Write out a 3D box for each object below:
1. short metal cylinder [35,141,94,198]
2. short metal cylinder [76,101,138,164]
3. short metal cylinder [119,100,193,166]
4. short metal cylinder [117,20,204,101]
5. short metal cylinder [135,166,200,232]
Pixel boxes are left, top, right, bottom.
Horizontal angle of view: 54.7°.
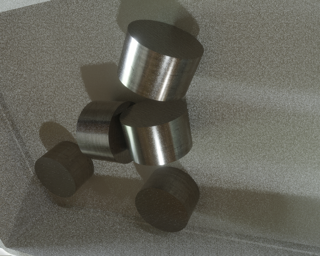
[{"bbox_3d":[-0.158,0.068,0.516,0.080,0.050,0.079,13,124,20],"label":"short metal cylinder"},{"bbox_3d":[-0.062,0.004,0.405,0.050,0.080,0.079,5,121,29],"label":"short metal cylinder"},{"bbox_3d":[-0.004,0.002,0.375,0.080,0.080,0.050,3,120,26],"label":"short metal cylinder"},{"bbox_3d":[-0.001,-0.073,0.327,0.080,0.080,0.050,29,128,9],"label":"short metal cylinder"},{"bbox_3d":[0.011,0.103,0.449,0.080,0.050,0.079,13,124,20],"label":"short metal cylinder"}]
